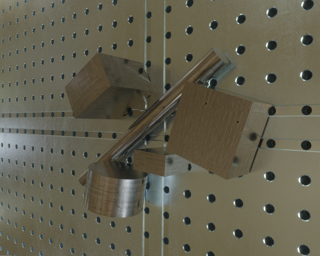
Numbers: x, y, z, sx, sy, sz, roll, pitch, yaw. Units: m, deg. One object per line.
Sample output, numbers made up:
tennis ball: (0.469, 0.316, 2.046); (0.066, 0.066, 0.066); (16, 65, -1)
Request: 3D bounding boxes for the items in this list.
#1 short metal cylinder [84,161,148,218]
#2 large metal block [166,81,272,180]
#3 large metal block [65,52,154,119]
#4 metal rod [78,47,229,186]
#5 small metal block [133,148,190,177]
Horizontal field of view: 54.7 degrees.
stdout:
short metal cylinder: (-0.059, 0.080, 0.419); (0.080, 0.081, 0.050); (15, 100, 38)
large metal block: (0.062, 0.000, 0.337); (0.080, 0.050, 0.079); (25, 105, 37)
large metal block: (-0.070, -0.054, 0.430); (0.080, 0.081, 0.050); (-35, 69, 34)
metal rod: (-0.027, 0.001, 0.428); (0.299, 0.025, 0.025); (-41, 65, 32)
small metal block: (0.003, 0.041, 0.389); (0.050, 0.050, 0.025); (7, 95, 39)
